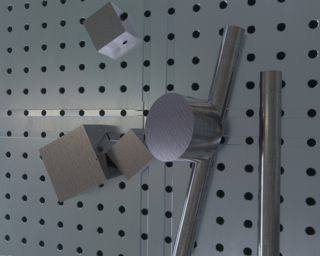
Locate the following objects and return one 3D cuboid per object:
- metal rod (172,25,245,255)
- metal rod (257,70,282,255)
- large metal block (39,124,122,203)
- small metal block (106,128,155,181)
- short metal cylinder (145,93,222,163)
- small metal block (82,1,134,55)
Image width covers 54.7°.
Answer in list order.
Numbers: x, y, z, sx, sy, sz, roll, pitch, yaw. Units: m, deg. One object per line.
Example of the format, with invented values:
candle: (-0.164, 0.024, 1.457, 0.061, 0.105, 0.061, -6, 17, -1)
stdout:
metal rod: (0.059, 0.023, 0.391, 0.025, 0.025, 0.298, 14, 95, 19)
metal rod: (0.129, 0.083, 0.366, 0.025, 0.025, 0.298, 1, 90, 20)
large metal block: (-0.111, 0.048, 0.438, 0.080, 0.050, 0.080, -28, 81, 18)
small metal block: (-0.037, 0.036, 0.425, 0.050, 0.025, 0.050, -44, 77, 14)
short metal cylinder: (0.027, 0.001, 0.373, 0.080, 0.050, 0.080, -9, 77, 46)
small metal block: (-0.073, -0.140, 0.438, 0.050, 0.025, 0.050, -30, 80, 17)
